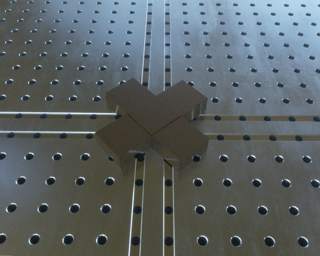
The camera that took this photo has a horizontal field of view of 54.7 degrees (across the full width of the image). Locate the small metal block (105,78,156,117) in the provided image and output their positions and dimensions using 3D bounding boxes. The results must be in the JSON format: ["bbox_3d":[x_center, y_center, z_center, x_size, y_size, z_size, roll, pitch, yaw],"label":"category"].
[{"bbox_3d":[-0.041,-0.039,0.440,0.050,0.025,0.050,-34,58,-25],"label":"small metal block"}]

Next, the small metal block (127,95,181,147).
[{"bbox_3d":[-0.008,-0.011,0.415,0.050,0.025,0.050,-34,58,-26],"label":"small metal block"}]

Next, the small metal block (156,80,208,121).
[{"bbox_3d":[0.030,-0.035,0.437,0.050,0.025,0.050,-34,58,-26],"label":"small metal block"}]

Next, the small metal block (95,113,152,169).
[{"bbox_3d":[-0.046,0.016,0.394,0.050,0.025,0.050,-34,58,-26],"label":"small metal block"}]

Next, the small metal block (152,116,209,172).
[{"bbox_3d":[0.025,0.019,0.392,0.050,0.025,0.050,-34,58,-25],"label":"small metal block"}]
